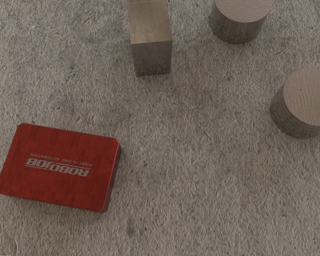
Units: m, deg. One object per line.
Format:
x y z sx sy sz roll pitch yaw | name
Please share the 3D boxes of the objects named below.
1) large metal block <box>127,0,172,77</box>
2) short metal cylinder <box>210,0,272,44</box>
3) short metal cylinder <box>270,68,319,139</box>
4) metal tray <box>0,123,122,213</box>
-0.014 -0.128 0.425 0.050 0.080 0.080 -6 70 -2 | large metal block
0.117 -0.173 0.459 0.081 0.050 0.080 0 70 0 | short metal cylinder
0.193 -0.031 0.408 0.081 0.050 0.080 0 70 0 | short metal cylinder
-0.122 0.049 0.386 0.131 0.030 0.090 9 70 3 | metal tray
